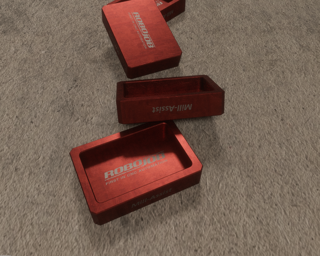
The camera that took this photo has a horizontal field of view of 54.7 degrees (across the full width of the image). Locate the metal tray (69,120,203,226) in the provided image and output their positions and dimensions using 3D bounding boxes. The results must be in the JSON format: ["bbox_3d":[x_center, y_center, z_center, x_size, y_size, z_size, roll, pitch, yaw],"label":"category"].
[{"bbox_3d":[-0.028,0.044,0.362,0.131,0.030,0.090,-20,53,-16],"label":"metal tray"}]

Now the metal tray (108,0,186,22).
[{"bbox_3d":[-0.024,-0.230,0.593,0.090,0.030,0.131,35,58,25],"label":"metal tray"}]

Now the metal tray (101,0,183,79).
[{"bbox_3d":[-0.031,-0.149,0.503,0.091,0.030,0.130,-18,69,-15],"label":"metal tray"}]

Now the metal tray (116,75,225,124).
[{"bbox_3d":[0.010,-0.041,0.410,0.131,0.030,0.090,-5,24,-5],"label":"metal tray"}]
